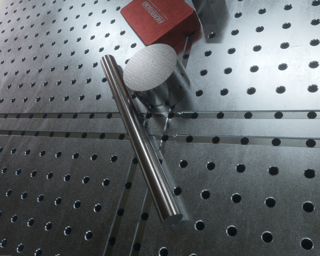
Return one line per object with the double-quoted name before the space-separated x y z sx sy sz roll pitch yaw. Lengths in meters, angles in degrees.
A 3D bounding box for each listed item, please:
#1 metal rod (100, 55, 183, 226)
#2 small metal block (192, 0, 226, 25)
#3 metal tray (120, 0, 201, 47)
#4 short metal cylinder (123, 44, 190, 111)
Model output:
"metal rod" -0.037 -0.006 0.430 0.025 0.025 0.300 -31 52 8
"small metal block" 0.075 -0.194 0.471 0.025 0.050 0.050 8 66 31
"metal tray" -0.003 -0.185 0.519 0.090 0.030 0.130 -36 51 4
"short metal cylinder" -0.004 -0.071 0.437 0.080 0.050 0.080 -13 56 20
